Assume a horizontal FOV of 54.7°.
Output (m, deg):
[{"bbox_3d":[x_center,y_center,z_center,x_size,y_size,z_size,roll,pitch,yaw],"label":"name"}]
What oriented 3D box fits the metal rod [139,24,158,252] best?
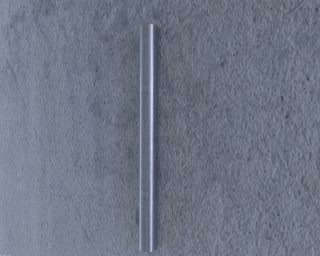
[{"bbox_3d":[-0.015,0.013,0.417,0.025,0.025,0.298,0,90,39],"label":"metal rod"}]
